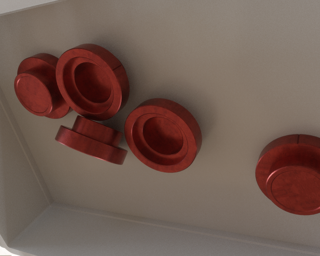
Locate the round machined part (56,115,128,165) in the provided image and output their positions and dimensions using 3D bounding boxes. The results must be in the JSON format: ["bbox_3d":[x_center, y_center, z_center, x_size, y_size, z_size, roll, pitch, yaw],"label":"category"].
[{"bbox_3d":[-0.090,0.014,0.431,0.098,0.098,0.042,20,85,16],"label":"round machined part"}]

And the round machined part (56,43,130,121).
[{"bbox_3d":[-0.082,-0.062,0.403,0.098,0.042,0.097,13,124,21],"label":"round machined part"}]

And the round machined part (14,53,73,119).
[{"bbox_3d":[-0.172,-0.056,0.454,0.098,0.042,0.097,13,124,21],"label":"round machined part"}]

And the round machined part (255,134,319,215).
[{"bbox_3d":[0.158,0.059,0.351,0.098,0.042,0.097,13,124,21],"label":"round machined part"}]

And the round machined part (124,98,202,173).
[{"bbox_3d":[0.007,0.006,0.398,0.098,0.042,0.097,13,124,21],"label":"round machined part"}]
